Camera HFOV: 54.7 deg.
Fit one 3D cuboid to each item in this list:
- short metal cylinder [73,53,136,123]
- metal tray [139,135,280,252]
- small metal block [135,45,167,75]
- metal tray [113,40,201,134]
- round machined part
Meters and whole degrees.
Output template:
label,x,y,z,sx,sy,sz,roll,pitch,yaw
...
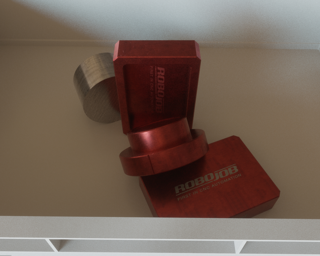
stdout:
label,x,y,z,sx,sy,sz,roll,pitch,yaw
short metal cylinder,-0.069,-0.052,0.413,0.081,0.080,0.050,-19,53,-15
metal tray,0.052,0.067,0.346,0.131,0.030,0.090,-18,53,-15
small metal block,-0.009,-0.104,0.493,0.050,0.025,0.050,-36,59,-27
metal tray,-0.003,-0.042,0.372,0.091,0.129,0.030,0,50,-1
round machined part,0.001,0.015,0.345,0.099,0.042,0.098,-16,7,2
